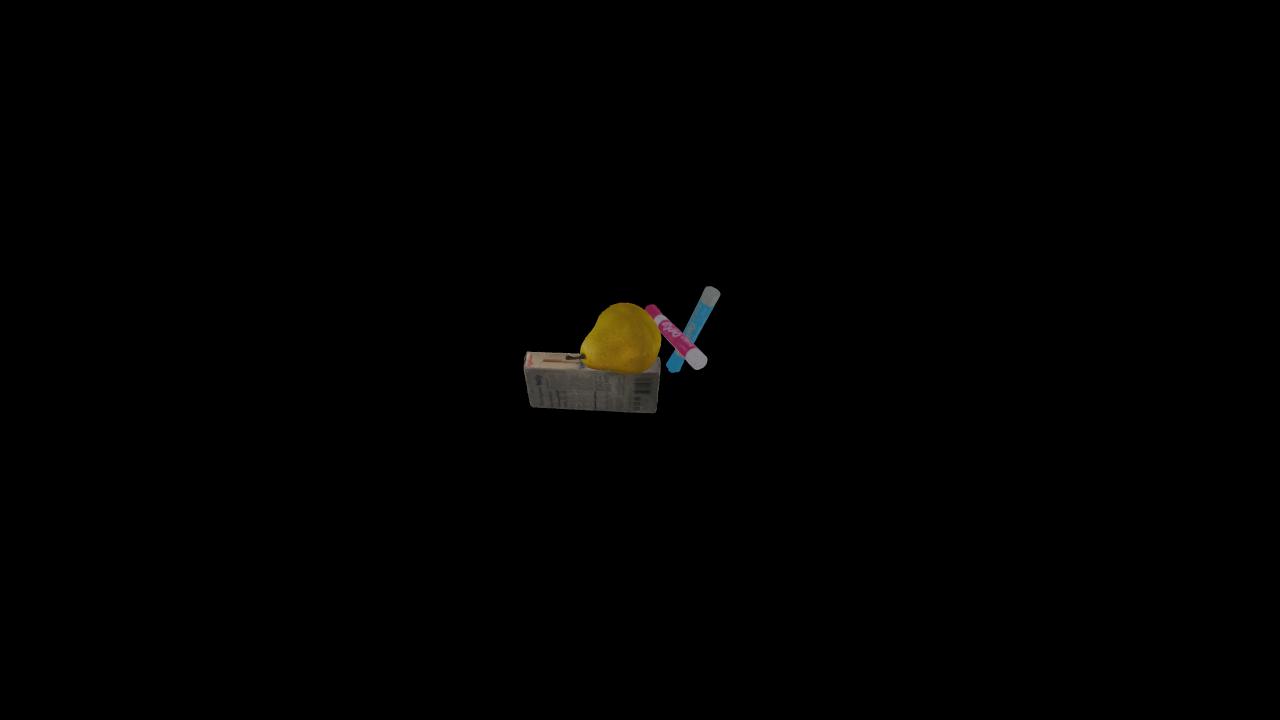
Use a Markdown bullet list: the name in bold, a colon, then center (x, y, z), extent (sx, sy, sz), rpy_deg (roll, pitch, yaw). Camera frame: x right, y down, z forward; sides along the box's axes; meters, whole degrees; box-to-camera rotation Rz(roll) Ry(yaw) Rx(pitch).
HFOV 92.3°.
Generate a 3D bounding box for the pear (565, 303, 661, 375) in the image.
- **pear**: center (-0.028, -0.013, 0.656), extent (0.080, 0.080, 0.111), rpy_deg (0, 27, 41)

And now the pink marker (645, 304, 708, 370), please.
- **pink marker**: center (0.036, -0.029, 0.683), extent (0.020, 0.020, 0.121), rpy_deg (0, 32, -31)

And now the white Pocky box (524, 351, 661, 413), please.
- **white Pocky box**: center (-0.054, 0.028, 0.721), extent (0.154, 0.028, 0.084), rpy_deg (3, -37, -1)

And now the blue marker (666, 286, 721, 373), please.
- **blue marker**: center (0.059, -0.032, 0.709), extent (0.020, 0.121, 0.020), rpy_deg (16, 37, -13)
